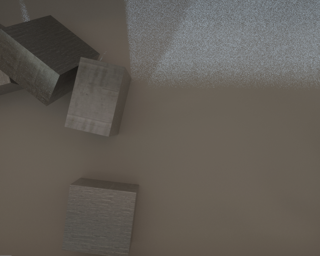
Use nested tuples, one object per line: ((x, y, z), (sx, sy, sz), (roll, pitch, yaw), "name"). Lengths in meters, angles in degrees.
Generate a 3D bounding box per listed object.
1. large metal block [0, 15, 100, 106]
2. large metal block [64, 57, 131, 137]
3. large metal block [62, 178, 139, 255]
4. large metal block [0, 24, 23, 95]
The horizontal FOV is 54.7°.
((-0.135, -0.084, 0.376), (0.080, 0.080, 0.050), (38, 127, 0), "large metal block")
((-0.072, -0.035, 0.383), (0.050, 0.080, 0.080), (13, 90, 0), "large metal block")
((-0.073, 0.112, 0.398), (0.080, 0.050, 0.080), (7, 90, 0), "large metal block")
((-0.229, -0.082, 0.397), (0.080, 0.050, 0.080), (-16, 90, 0), "large metal block")
